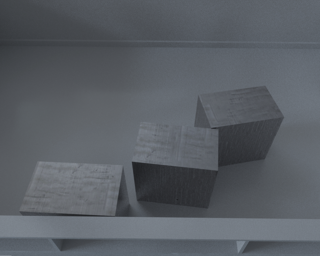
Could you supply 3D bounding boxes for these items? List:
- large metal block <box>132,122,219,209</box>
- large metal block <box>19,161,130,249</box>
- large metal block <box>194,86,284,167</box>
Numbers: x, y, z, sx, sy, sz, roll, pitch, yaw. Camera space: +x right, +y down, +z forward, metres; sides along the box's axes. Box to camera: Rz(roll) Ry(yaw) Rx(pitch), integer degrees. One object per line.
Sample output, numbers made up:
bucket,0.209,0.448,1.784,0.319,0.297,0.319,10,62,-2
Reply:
large metal block,0.017,0.042,0.334,0.080,0.080,0.050,6,50,4
large metal block,-0.076,0.077,0.304,0.080,0.080,0.050,2,50,2
large metal block,0.087,0.001,0.369,0.081,0.080,0.050,-8,51,-7
